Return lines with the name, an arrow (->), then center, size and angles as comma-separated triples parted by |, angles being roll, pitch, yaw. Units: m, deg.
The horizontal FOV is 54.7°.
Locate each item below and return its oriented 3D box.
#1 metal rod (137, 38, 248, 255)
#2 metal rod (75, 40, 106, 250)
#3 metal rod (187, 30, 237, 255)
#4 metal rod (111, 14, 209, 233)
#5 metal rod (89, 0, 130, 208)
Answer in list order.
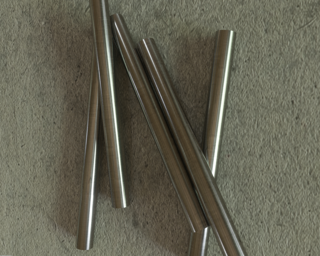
metal rod -> 0.034, 0.020, 0.374 | 0.025, 0.025, 0.299 | -27, 73, 18
metal rod -> -0.095, 0.023, 0.442 | 0.025, 0.025, 0.298 | 6, 92, 20
metal rod -> 0.063, 0.031, 0.386 | 0.025, 0.025, 0.298 | 8, 93, 20
metal rod -> -0.007, -0.017, 0.397 | 0.025, 0.025, 0.299 | -27, 76, 18
metal rod -> -0.068, -0.041, 0.417 | 0.025, 0.025, 0.298 | -4, 94, 20
